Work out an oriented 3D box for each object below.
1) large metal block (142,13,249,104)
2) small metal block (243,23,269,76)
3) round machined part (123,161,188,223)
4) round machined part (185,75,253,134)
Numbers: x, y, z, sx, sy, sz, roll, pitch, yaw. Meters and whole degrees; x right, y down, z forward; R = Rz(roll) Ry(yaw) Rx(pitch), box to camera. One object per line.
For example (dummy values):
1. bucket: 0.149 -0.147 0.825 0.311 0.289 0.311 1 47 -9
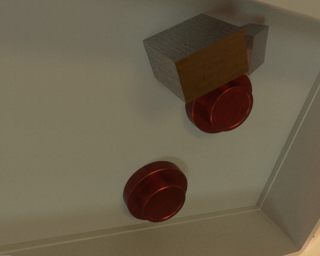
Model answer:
1. large metal block: 0.038 -0.081 0.346 0.080 0.080 0.050 -28 128 -11
2. small metal block: 0.115 -0.102 0.397 0.050 0.025 0.050 -38 137 -42
3. round machined part: -0.001 0.101 0.461 0.099 0.042 0.097 -14 125 -21
4. round machined part: 0.088 -0.034 0.427 0.099 0.042 0.097 -14 125 -21
